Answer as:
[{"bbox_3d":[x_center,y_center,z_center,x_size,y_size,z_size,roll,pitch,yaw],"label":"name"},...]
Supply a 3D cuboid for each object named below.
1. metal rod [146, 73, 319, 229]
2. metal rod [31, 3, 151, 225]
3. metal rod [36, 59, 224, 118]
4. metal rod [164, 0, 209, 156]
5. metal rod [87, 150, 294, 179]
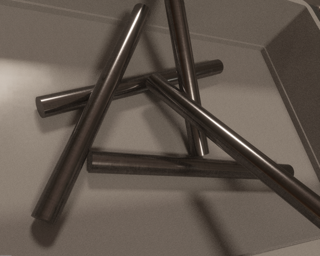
[{"bbox_3d":[0.090,0.025,0.345,0.025,0.025,0.300,-25,54,-37],"label":"metal rod"},{"bbox_3d":[-0.067,-0.038,0.363,0.025,0.025,0.300,26,62,-13],"label":"metal rod"},{"bbox_3d":[-0.018,-0.063,0.435,0.302,0.025,0.025,-19,72,-36],"label":"metal rod"},{"bbox_3d":[0.028,-0.111,0.404,0.025,0.025,0.298,-14,96,-34],"label":"metal rod"},{"bbox_3d":[0.058,0.052,0.406,0.302,0.025,0.025,6,59,-25],"label":"metal rod"}]
